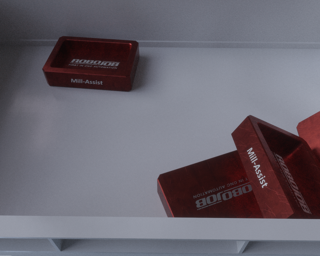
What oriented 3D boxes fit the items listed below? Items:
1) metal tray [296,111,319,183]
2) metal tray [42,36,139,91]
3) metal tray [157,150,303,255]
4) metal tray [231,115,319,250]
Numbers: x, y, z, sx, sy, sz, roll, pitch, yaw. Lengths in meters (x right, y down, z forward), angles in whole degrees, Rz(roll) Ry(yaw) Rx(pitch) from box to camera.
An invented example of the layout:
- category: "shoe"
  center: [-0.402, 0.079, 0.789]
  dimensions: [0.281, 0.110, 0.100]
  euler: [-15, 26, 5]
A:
- category: "metal tray"
  center: [0.225, 0.004, 0.340]
  dimensions: [0.030, 0.129, 0.090]
  euler: [28, 44, -26]
- category: "metal tray"
  center: [-0.104, -0.103, 0.487]
  dimensions: [0.131, 0.030, 0.090]
  euler: [5, 50, 4]
- category: "metal tray"
  center: [0.072, 0.076, 0.338]
  dimensions: [0.131, 0.030, 0.090]
  euler: [-16, 52, -13]
- category: "metal tray"
  center: [0.130, 0.050, 0.307]
  dimensions: [0.091, 0.030, 0.130]
  euler: [21, 35, -22]
